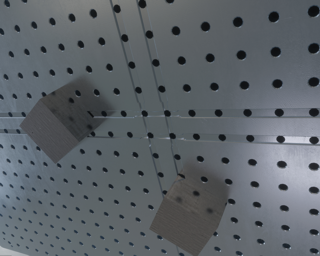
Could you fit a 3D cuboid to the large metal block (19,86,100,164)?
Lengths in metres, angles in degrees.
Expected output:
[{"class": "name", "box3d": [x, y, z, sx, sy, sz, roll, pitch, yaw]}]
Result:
[{"class": "large metal block", "box3d": [-0.154, -0.004, 0.475, 0.080, 0.050, 0.080, 49, 129, -6]}]

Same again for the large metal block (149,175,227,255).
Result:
[{"class": "large metal block", "box3d": [0.040, 0.129, 0.454, 0.080, 0.050, 0.079, 28, 128, 10]}]
